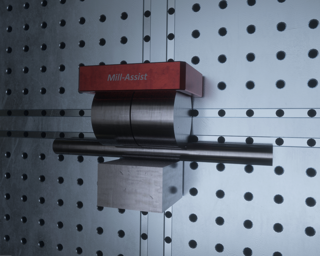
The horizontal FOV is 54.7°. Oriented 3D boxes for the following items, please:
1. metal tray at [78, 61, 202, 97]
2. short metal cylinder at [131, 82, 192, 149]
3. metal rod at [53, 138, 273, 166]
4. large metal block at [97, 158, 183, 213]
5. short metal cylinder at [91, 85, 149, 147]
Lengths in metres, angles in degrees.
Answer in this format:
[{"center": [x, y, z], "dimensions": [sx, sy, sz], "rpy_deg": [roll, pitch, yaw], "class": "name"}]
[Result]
[{"center": [-0.021, -0.056, 0.381], "dimensions": [0.130, 0.090, 0.030], "rpy_deg": [1, 91, 20], "class": "metal tray"}, {"center": [0.005, -0.016, 0.379], "dimensions": [0.050, 0.080, 0.079], "rpy_deg": [2, 91, 20], "class": "short metal cylinder"}, {"center": [-0.010, 0.029, 0.412], "dimensions": [0.301, 0.025, 0.025], "rpy_deg": [1, 91, 19], "class": "metal rod"}, {"center": [-0.022, 0.067, 0.386], "dimensions": [0.080, 0.080, 0.050], "rpy_deg": [1, 91, 20], "class": "large metal block"}, {"center": [-0.044, -0.016, 0.396], "dimensions": [0.050, 0.080, 0.079], "rpy_deg": [1, 90, 20], "class": "short metal cylinder"}]
